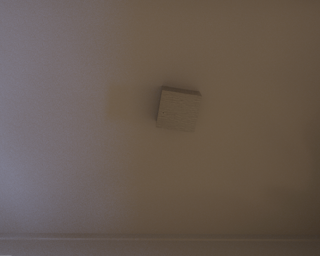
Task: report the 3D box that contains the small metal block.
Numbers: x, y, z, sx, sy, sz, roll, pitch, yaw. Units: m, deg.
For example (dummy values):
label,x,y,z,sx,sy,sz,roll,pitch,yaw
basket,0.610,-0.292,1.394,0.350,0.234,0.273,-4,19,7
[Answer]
label,x,y,z,sx,sy,sz,roll,pitch,yaw
small metal block,0.023,-0.024,0.403,0.050,0.025,0.050,8,110,-4
